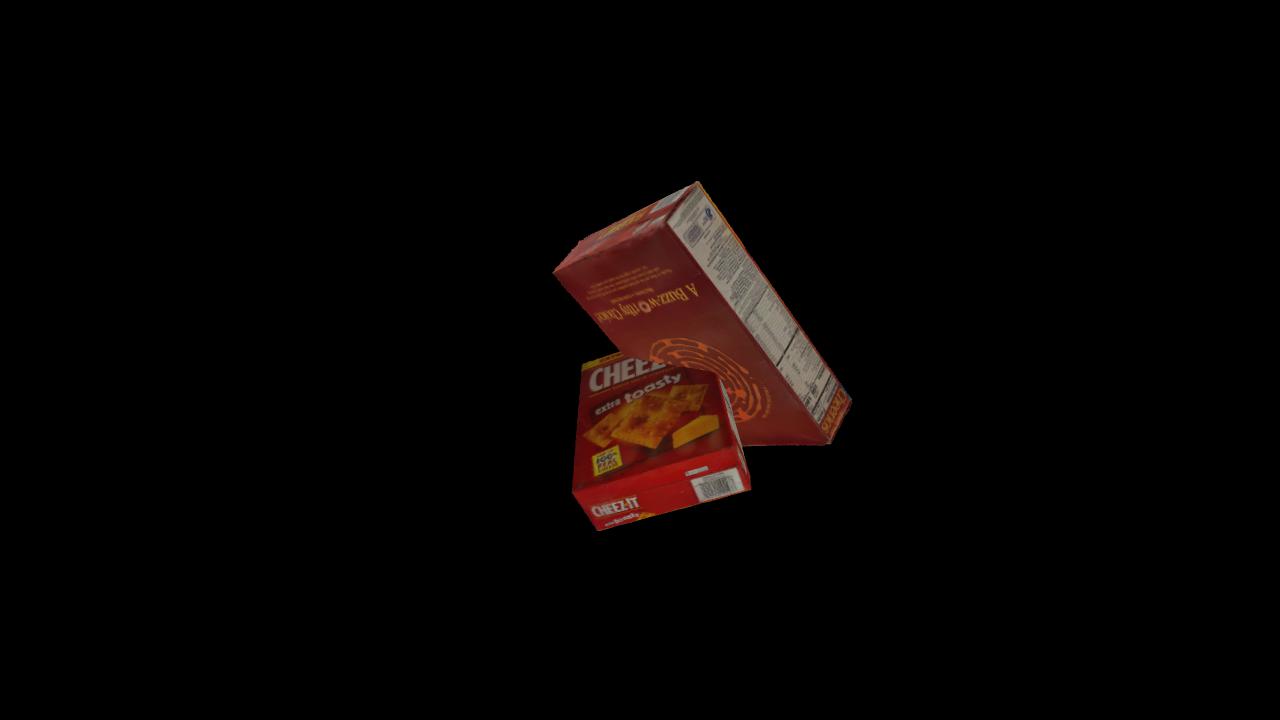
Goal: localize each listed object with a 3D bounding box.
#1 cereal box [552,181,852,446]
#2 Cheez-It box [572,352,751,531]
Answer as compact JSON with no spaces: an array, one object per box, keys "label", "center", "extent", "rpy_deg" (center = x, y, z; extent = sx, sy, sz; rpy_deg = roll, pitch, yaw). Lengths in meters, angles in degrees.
[{"label":"cereal box","center":[0.068,-0.027,0.686],"extent":[0.306,0.081,0.203],"rpy_deg":[49,-32,-21]},{"label":"Cheez-It box","center":[0.017,0.064,0.677],"extent":[0.166,0.071,0.223],"rpy_deg":[-18,34,10]}]
